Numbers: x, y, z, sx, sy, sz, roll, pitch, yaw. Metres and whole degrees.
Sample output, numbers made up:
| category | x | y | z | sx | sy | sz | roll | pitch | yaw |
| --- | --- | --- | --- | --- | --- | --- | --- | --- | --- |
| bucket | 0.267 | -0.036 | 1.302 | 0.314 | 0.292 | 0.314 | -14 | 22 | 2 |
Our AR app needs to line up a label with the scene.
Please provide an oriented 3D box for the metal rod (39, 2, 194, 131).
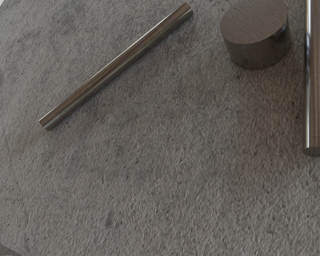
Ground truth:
| category | x | y | z | sx | sy | sz | roll | pitch | yaw |
| --- | --- | --- | --- | --- | --- | --- | --- | --- | --- |
| metal rod | -0.071 | -0.098 | 0.501 | 0.300 | 0.025 | 0.025 | -39 | 51 | 2 |

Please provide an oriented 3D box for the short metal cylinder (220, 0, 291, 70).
| category | x | y | z | sx | sy | sz | roll | pitch | yaw |
| --- | --- | --- | --- | --- | --- | --- | --- | --- | --- |
| short metal cylinder | 0.123 | -0.122 | 0.398 | 0.080 | 0.050 | 0.080 | -13 | 56 | 21 |

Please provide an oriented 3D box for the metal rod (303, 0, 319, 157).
| category | x | y | z | sx | sy | sz | roll | pitch | yaw |
| --- | --- | --- | --- | --- | --- | --- | --- | --- | --- |
| metal rod | 0.186 | -0.108 | 0.371 | 0.025 | 0.025 | 0.300 | -1 | 61 | 28 |

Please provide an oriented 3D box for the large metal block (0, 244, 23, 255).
| category | x | y | z | sx | sy | sz | roll | pitch | yaw |
| --- | --- | --- | --- | --- | --- | --- | --- | --- | --- |
| large metal block | -0.225 | 0.190 | 0.389 | 0.080 | 0.050 | 0.080 | 8 | 66 | 31 |
